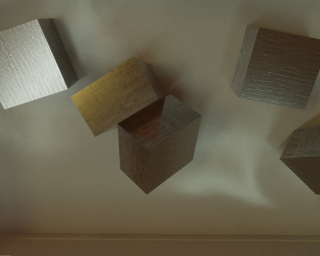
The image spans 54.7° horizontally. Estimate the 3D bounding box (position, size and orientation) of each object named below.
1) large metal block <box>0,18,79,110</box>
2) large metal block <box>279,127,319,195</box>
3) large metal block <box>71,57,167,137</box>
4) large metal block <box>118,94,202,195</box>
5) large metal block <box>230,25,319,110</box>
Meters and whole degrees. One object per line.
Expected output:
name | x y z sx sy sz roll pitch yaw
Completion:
large metal block | -0.156 -0.077 0.368 0.080 0.050 0.080 -17 109 6
large metal block | 0.217 0.042 0.392 0.080 0.080 0.050 42 68 -14
large metal block | -0.042 -0.036 0.362 0.080 0.080 0.050 -30 92 10
large metal block | -0.001 0.019 0.369 0.081 0.050 0.079 -32 145 -31
large metal block | 0.139 -0.074 0.372 0.081 0.050 0.079 10 110 -4
